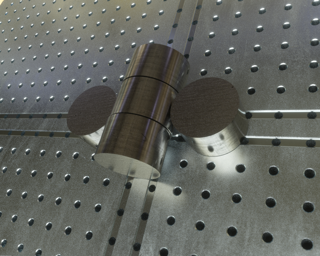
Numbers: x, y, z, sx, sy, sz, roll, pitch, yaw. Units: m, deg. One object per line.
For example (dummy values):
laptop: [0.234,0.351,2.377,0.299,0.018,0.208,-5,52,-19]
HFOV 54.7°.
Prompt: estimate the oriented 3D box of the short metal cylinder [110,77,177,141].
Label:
short metal cylinder: [-0.018,-0.021,0.393,0.080,0.080,0.050,2,63,29]

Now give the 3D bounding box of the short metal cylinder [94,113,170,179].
short metal cylinder: [-0.033,0.024,0.373,0.080,0.080,0.050,1,63,28]

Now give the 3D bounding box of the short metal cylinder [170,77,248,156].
short metal cylinder: [0.059,-0.013,0.367,0.080,0.050,0.080,-13,56,20]

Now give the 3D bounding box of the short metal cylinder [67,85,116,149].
short metal cylinder: [-0.084,-0.014,0.442,0.080,0.050,0.080,-13,56,20]

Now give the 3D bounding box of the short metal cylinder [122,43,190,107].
short metal cylinder: [-0.005,-0.067,0.414,0.080,0.080,0.050,3,63,29]
